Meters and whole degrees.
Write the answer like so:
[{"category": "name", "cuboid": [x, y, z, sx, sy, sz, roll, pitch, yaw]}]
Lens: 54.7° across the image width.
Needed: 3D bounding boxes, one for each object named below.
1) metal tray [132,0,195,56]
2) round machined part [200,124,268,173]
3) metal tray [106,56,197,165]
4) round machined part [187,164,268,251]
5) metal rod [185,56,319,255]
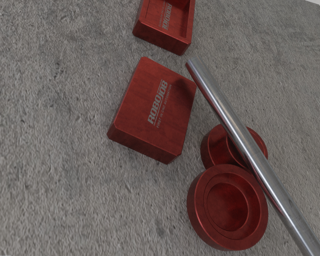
[{"category": "metal tray", "cuboid": [0.010, -0.191, 0.522, 0.091, 0.030, 0.130, 20, 54, -17]}, {"category": "round machined part", "cuboid": [0.109, 0.035, 0.430, 0.099, 0.042, 0.098, 14, 56, -21]}, {"category": "metal tray", "cuboid": [-0.006, -0.027, 0.413, 0.090, 0.030, 0.130, 26, 53, -12]}, {"category": "round machined part", "cuboid": [0.076, 0.096, 0.371, 0.099, 0.042, 0.098, 10, 63, -20]}, {"category": "metal rod", "cuboid": [0.116, 0.034, 0.391, 0.025, 0.025, 0.299, -18, 72, -35]}]
